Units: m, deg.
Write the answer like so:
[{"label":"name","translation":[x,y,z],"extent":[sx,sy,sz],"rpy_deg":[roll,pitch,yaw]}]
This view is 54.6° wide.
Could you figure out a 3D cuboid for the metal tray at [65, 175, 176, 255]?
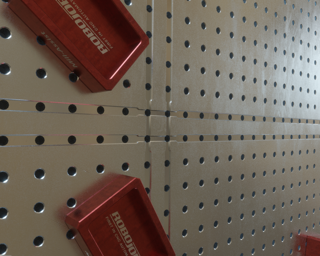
[{"label":"metal tray","translation":[-0.041,0.133,0.370],"extent":[0.091,0.030,0.129],"rpy_deg":[-35,112,-34]}]

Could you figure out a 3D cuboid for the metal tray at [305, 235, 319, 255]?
[{"label":"metal tray","translation":[0.367,0.317,0.712],"extent":[0.091,0.030,0.129],"rpy_deg":[16,80,-39]}]

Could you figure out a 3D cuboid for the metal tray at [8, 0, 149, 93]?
[{"label":"metal tray","translation":[-0.080,-0.114,0.337],"extent":[0.130,0.030,0.090],"rpy_deg":[48,62,-29]}]
